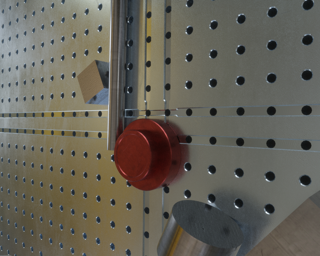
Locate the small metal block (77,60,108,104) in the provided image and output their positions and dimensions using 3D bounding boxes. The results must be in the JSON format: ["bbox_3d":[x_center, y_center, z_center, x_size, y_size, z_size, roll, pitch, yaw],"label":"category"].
[{"bbox_3d":[-0.101,-0.071,0.490,0.050,0.025,0.050,-31,71,35],"label":"small metal block"}]

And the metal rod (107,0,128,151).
[{"bbox_3d":[-0.062,-0.117,0.457,0.025,0.025,0.298,3,92,39],"label":"metal rod"}]

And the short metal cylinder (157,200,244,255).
[{"bbox_3d":[0.043,0.123,0.337,0.080,0.081,0.050,31,109,35],"label":"short metal cylinder"}]

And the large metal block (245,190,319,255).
[{"bbox_3d":[0.130,0.098,0.266,0.050,0.081,0.080,49,119,28],"label":"large metal block"}]

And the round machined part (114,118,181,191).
[{"bbox_3d":[-0.024,0.036,0.416,0.098,0.042,0.097,0,90,39],"label":"round machined part"}]
